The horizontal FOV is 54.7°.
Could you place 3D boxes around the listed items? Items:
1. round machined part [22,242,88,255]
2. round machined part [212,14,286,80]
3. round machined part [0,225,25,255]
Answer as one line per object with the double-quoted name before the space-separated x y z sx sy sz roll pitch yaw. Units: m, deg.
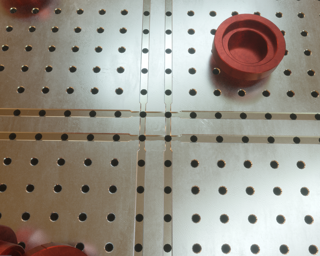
"round machined part" -0.107 0.170 0.313 0.099 0.042 0.097 7 78 -36
"round machined part" 0.124 -0.111 0.445 0.099 0.042 0.098 0 70 -1
"round machined part" -0.176 0.149 0.314 0.042 0.098 0.098 10 70 10
